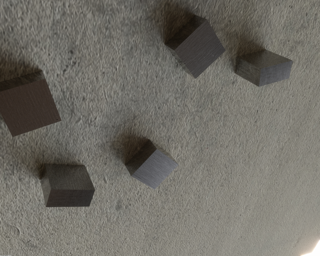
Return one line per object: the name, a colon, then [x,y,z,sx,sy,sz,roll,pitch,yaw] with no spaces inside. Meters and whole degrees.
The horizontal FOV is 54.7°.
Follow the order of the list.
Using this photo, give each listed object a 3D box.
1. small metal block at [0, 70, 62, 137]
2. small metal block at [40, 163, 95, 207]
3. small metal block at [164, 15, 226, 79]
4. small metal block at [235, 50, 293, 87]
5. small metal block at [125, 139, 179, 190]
small metal block: [-0.136,-0.025,0.317,0.050,0.025,0.050,-21,127,-16]
small metal block: [-0.112,0.068,0.372,0.050,0.050,0.025,8,114,-32]
small metal block: [0.043,-0.096,0.370,0.050,0.025,0.050,-44,129,2]
small metal block: [0.138,-0.081,0.415,0.050,0.050,0.025,-17,125,-19]
small metal block: [-0.011,0.052,0.433,0.050,0.025,0.050,-47,129,5]
